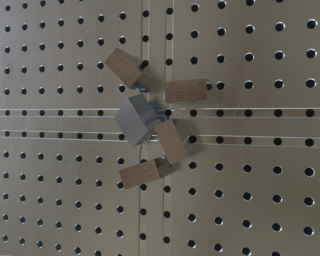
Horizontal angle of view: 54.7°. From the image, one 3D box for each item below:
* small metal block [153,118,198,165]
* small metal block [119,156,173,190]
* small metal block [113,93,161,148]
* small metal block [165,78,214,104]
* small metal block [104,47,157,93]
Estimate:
[{"bbox_3d":[0.021,0.016,0.391,0.025,0.050,0.050,-26,82,18],"label":"small metal block"},{"bbox_3d":[-0.017,0.057,0.405,0.050,0.050,0.025,-20,84,18],"label":"small metal block"},{"bbox_3d":[-0.030,-0.009,0.410,0.050,0.025,0.050,57,139,12],"label":"small metal block"},{"bbox_3d":[0.038,-0.044,0.385,0.050,0.050,0.025,-1,90,19],"label":"small metal block"},{"bbox_3d":[-0.038,-0.076,0.412,0.050,0.050,0.025,46,104,14],"label":"small metal block"}]
